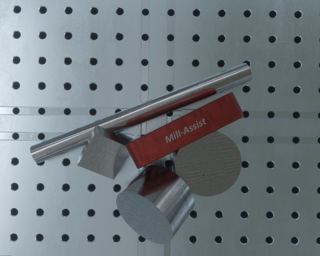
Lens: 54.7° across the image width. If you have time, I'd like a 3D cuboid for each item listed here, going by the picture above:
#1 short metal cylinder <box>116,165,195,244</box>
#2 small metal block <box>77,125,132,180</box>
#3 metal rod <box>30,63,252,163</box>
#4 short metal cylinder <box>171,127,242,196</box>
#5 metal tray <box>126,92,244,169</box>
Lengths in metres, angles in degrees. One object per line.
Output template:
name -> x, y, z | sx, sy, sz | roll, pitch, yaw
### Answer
short metal cylinder -> -0.006, 0.092, 0.375 | 0.080, 0.080, 0.050 | 47, 49, 0
small metal block -> -0.070, 0.032, 0.396 | 0.050, 0.025, 0.050 | 26, 106, -19
metal rod -> -0.024, -0.020, 0.409 | 0.301, 0.025, 0.025 | -21, 90, 0
short metal cylinder -> 0.056, 0.040, 0.393 | 0.081, 0.050, 0.079 | -1, 99, -4
metal tray -> 0.027, 0.002, 0.377 | 0.131, 0.090, 0.030 | -26, 90, 0
